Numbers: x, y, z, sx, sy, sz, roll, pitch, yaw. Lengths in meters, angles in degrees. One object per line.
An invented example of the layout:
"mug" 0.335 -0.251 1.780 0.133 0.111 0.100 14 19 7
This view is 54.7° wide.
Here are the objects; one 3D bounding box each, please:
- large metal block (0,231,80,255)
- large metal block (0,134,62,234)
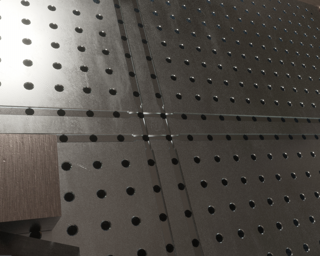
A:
"large metal block" -0.112 0.130 0.231 0.081 0.050 0.080 20 87 -17
"large metal block" -0.139 0.052 0.285 0.081 0.050 0.080 2 60 -28
